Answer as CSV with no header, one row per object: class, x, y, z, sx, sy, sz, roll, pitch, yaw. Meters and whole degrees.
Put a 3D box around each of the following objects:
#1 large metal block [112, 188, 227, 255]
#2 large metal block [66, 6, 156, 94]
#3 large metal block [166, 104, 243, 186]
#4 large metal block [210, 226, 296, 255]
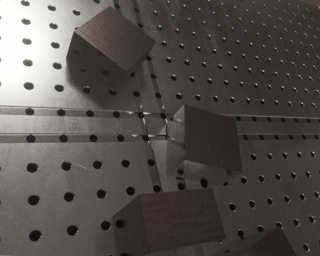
large metal block,0.006,0.101,0.316,0.081,0.080,0.050,1,61,-28
large metal block,-0.066,-0.108,0.424,0.080,0.050,0.080,38,51,-4
large metal block,0.056,0.024,0.410,0.081,0.050,0.080,15,56,-20
large metal block,0.108,0.162,0.334,0.050,0.080,0.080,-16,70,-35
